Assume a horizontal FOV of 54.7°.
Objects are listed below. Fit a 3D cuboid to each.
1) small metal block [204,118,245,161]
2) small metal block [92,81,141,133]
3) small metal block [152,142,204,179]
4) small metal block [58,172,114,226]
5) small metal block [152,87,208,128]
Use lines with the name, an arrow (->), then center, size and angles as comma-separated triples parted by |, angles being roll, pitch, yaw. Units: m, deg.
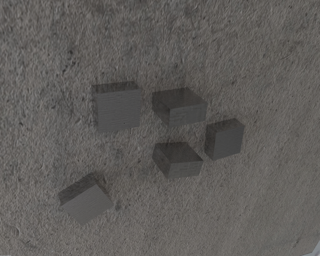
small metal block -> 0.097, 0.017, 0.470 | 0.050, 0.025, 0.050 | -13, 124, -21
small metal block -> -0.051, -0.025, 0.363 | 0.050, 0.025, 0.050 | -10, 123, -23
small metal block -> 0.024, 0.044, 0.431 | 0.050, 0.050, 0.025 | -1, 119, -28
small metal block -> -0.098, 0.095, 0.412 | 0.050, 0.025, 0.050 | -32, 129, -7
small metal block -> 0.023, -0.027, 0.387 | 0.050, 0.050, 0.025 | -11, 123, -23
